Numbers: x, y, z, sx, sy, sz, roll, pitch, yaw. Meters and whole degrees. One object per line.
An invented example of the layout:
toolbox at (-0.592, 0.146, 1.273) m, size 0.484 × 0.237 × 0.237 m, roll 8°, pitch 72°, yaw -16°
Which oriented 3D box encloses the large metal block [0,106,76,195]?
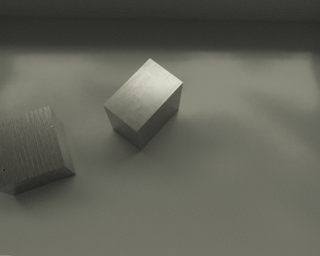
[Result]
large metal block at (-0.160, 0.029, 0.384) m, size 0.081 × 0.050 × 0.080 m, roll -19°, pitch 71°, yaw -7°

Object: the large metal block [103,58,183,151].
large metal block at (-0.019, -0.026, 0.390) m, size 0.050 × 0.080 × 0.080 m, roll 39°, pitch 74°, yaw 12°
